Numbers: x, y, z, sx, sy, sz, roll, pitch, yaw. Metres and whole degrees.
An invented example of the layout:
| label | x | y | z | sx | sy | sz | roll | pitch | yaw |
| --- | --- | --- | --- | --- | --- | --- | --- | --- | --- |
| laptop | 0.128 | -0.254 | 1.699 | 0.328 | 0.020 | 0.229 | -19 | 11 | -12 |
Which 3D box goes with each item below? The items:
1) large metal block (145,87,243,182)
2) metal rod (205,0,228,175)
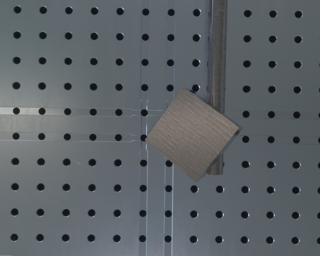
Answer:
| label | x | y | z | sx | sy | sz | roll | pitch | yaw |
| --- | --- | --- | --- | --- | --- | --- | --- | --- | --- |
| large metal block | 0.043 | 0.007 | 0.383 | 0.080 | 0.050 | 0.080 | 39 | 102 | 16 |
| metal rod | 0.075 | -0.088 | 0.413 | 0.025 | 0.025 | 0.298 | 2 | 90 | 0 |
